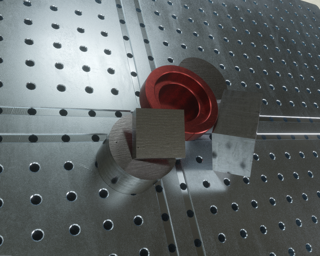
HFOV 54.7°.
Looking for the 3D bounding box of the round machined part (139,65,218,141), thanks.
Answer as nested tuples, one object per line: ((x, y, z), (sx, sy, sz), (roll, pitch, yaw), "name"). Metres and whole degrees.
((0.020, -0.027, 0.386), (0.099, 0.042, 0.098), (14, 56, -21), "round machined part")

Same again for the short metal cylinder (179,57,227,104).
((0.050, -0.056, 0.453), (0.081, 0.050, 0.080), (14, 56, -21), "short metal cylinder")

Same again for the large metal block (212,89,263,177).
((0.103, 0.007, 0.416), (0.050, 0.080, 0.080), (9, 50, 18), "large metal block")

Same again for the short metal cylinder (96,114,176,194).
((-0.027, 0.030, 0.358), (0.081, 0.050, 0.080), (14, 56, -21), "short metal cylinder")

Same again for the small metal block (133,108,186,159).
((-0.002, 0.007, 0.322), (0.050, 0.025, 0.050), (1, 80, -14), "small metal block")
